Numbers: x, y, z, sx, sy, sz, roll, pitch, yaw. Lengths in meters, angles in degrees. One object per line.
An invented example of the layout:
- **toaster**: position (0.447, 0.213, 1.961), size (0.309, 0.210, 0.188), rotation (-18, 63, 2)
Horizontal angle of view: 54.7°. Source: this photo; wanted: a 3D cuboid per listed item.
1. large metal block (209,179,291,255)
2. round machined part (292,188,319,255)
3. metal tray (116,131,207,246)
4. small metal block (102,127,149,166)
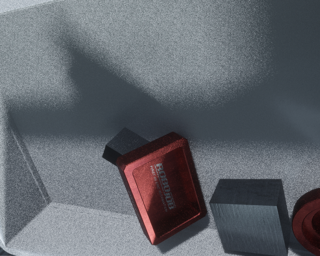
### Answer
- **large metal block**: position (0.118, 0.113, 0.400), size (0.080, 0.050, 0.080), rotation (-5, 116, 30)
- **round machined part**: position (0.206, 0.105, 0.354), size (0.098, 0.042, 0.097), rotation (13, 124, 20)
- **metal tray**: position (0.006, 0.081, 0.412), size (0.030, 0.091, 0.129), rotation (31, 142, 60)
- **small metal block**: position (-0.044, 0.032, 0.434), size (0.050, 0.050, 0.025), rotation (30, 128, 8)
